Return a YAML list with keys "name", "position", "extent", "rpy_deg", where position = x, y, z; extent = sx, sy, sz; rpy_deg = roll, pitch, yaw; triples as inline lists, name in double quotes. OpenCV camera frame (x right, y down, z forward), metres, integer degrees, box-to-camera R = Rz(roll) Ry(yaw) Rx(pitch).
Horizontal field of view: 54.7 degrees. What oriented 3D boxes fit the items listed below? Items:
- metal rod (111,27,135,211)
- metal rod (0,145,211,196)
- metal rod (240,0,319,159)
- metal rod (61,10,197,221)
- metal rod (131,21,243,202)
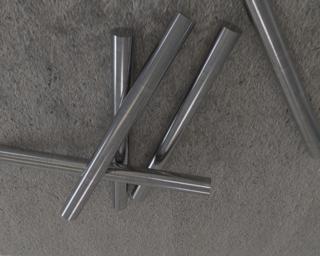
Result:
- name: "metal rod"
  position: [-0.052, 0.014, 0.417]
  extent: [0.025, 0.025, 0.298]
  rpy_deg: [4, 130, -4]
- name: "metal rod"
  position: [-0.083, 0.057, 0.425]
  extent: [0.302, 0.025, 0.025]
  rpy_deg: [8, 130, 4]
- name: "metal rod"
  position: [0.144, -0.062, 0.355]
  extent: [0.025, 0.025, 0.300]
  rpy_deg: [-26, 126, 20]
- name: "metal rod"
  position: [-0.049, 0.003, 0.370]
  extent: [0.025, 0.025, 0.298]
  rpy_deg: [25, 114, -20]
- name: "metal rod"
  position: [0.020, 0.002, 0.408]
  extent: [0.025, 0.025, 0.298]
  rpy_deg: [16, 128, -14]
